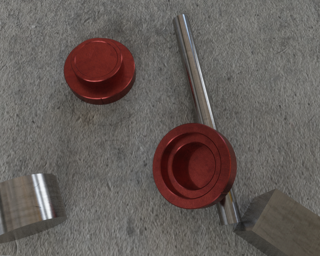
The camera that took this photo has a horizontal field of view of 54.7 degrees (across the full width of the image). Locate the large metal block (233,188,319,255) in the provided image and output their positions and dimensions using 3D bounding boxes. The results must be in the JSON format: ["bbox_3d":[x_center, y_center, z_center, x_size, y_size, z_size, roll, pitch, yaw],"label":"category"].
[{"bbox_3d":[0.136,0.115,0.338,0.080,0.080,0.050,34,74,11],"label":"large metal block"}]

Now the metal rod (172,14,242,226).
[{"bbox_3d":[0.058,-0.025,0.417,0.025,0.025,0.299,-10,70,-4],"label":"metal rod"}]

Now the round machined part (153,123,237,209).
[{"bbox_3d":[0.044,0.046,0.367,0.098,0.042,0.098,-8,74,30],"label":"round machined part"}]

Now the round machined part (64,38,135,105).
[{"bbox_3d":[-0.084,-0.085,0.429,0.099,0.042,0.098,0,70,0],"label":"round machined part"}]

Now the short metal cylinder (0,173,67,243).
[{"bbox_3d":[-0.150,0.090,0.345,0.080,0.080,0.050,-20,72,-7],"label":"short metal cylinder"}]
